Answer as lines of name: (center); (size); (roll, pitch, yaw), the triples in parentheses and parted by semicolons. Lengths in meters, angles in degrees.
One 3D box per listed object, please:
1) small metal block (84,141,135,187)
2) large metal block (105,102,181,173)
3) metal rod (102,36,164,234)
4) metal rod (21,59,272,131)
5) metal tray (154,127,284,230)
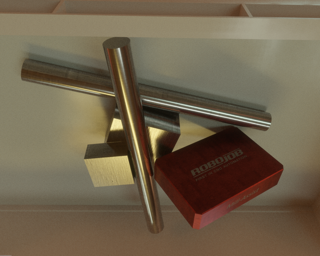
small metal block: (-0.060, 0.045, 0.379); (0.050, 0.025, 0.050); (-5, 130, 3)
large metal block: (-0.027, 0.011, 0.400); (0.081, 0.050, 0.079); (14, 129, -12)
metal rod: (-0.023, 0.036, 0.372); (0.025, 0.025, 0.298); (-5, 130, 4)
metal rod: (-0.007, -0.037, 0.377); (0.302, 0.025, 0.025); (11, 129, -10)
metal tray: (0.070, 0.054, 0.376); (0.131, 0.090, 0.030); (-21, 136, -25)
